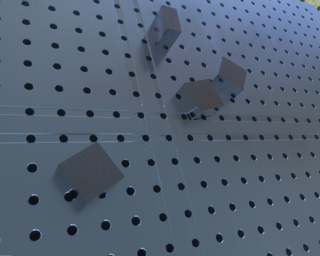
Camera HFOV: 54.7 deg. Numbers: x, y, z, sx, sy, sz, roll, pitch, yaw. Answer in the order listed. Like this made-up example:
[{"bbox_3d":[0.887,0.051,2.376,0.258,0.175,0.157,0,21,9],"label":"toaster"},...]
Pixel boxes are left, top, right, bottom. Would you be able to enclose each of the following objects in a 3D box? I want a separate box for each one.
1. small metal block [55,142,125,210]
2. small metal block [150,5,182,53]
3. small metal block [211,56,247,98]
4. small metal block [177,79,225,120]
[{"bbox_3d":[-0.076,0.051,0.337,0.050,0.025,0.050,-34,81,-38],"label":"small metal block"},{"bbox_3d":[0.008,-0.157,0.494,0.025,0.050,0.050,6,59,-26],"label":"small metal block"},{"bbox_3d":[0.117,-0.086,0.526,0.050,0.025,0.050,29,52,-10],"label":"small metal block"},{"bbox_3d":[0.062,-0.044,0.470,0.050,0.025,0.050,-15,70,-34],"label":"small metal block"}]
